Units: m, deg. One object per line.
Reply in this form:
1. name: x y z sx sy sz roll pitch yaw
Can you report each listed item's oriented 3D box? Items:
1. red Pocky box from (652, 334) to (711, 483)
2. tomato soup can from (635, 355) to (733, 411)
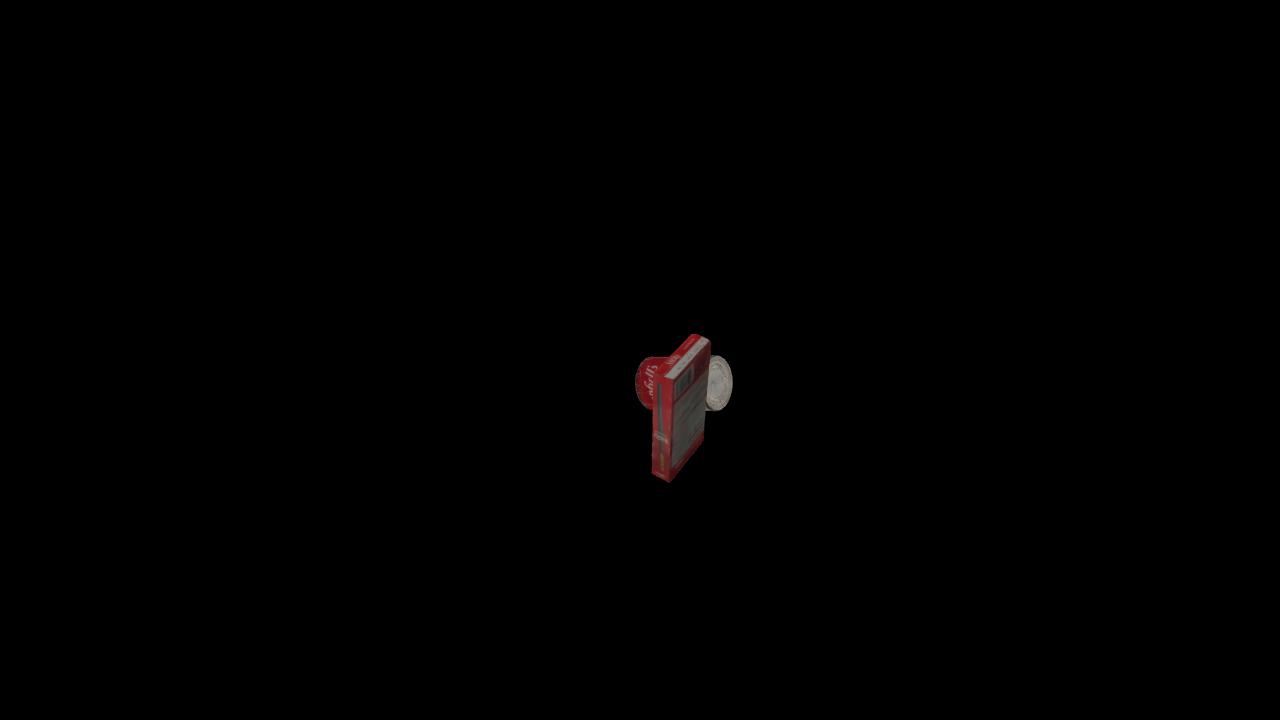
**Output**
1. red Pocky box: 0.044 0.056 0.679 0.028 0.155 0.083 21 43 25
2. tomato soup can: 0.054 0.028 0.752 0.101 0.068 0.068 -1 -1 40
